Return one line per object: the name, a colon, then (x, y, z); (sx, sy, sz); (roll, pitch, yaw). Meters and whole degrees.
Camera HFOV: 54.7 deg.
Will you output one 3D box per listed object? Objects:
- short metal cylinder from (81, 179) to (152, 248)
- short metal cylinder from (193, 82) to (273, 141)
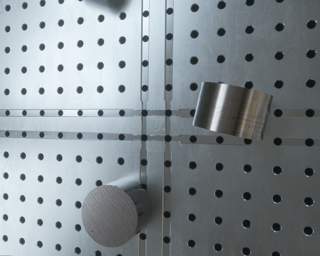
short metal cylinder: (-0.057, 0.112, 0.418); (0.080, 0.050, 0.079); (0, 90, 19)
short metal cylinder: (0.082, -0.019, 0.354); (0.080, 0.080, 0.050); (14, 95, 19)
